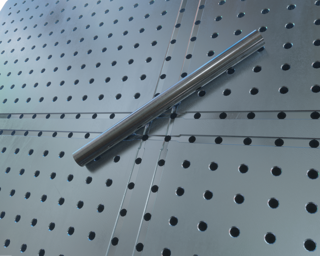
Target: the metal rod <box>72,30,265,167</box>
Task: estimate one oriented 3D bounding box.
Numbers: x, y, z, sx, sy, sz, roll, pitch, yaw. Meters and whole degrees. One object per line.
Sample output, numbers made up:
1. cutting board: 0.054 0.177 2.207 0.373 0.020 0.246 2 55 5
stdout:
1. metal rod: 0.008 -0.037 0.427 0.300 0.025 0.025 -34 51 6
